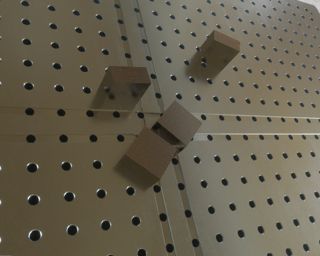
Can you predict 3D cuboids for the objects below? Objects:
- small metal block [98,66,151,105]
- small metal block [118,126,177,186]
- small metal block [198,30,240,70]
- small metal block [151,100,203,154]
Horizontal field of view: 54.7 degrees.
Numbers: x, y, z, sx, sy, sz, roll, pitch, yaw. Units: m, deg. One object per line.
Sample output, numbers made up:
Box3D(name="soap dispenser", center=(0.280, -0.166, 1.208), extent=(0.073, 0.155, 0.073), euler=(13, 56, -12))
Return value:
Box3D(name="small metal block", center=(-0.047, -0.054, 0.401), extent=(0.050, 0.050, 0.025), euler=(-4, 64, -30))
Box3D(name="small metal block", center=(-0.014, 0.034, 0.381), extent=(0.050, 0.025, 0.050), euler=(36, 51, -4))
Box3D(name="small metal block", center=(0.100, -0.132, 0.529), extent=(0.050, 0.050, 0.025), euler=(18, 55, -18))
Box3D(name="small metal block", center=(0.022, -0.002, 0.423), extent=(0.050, 0.025, 0.050), euler=(40, 51, -2))
